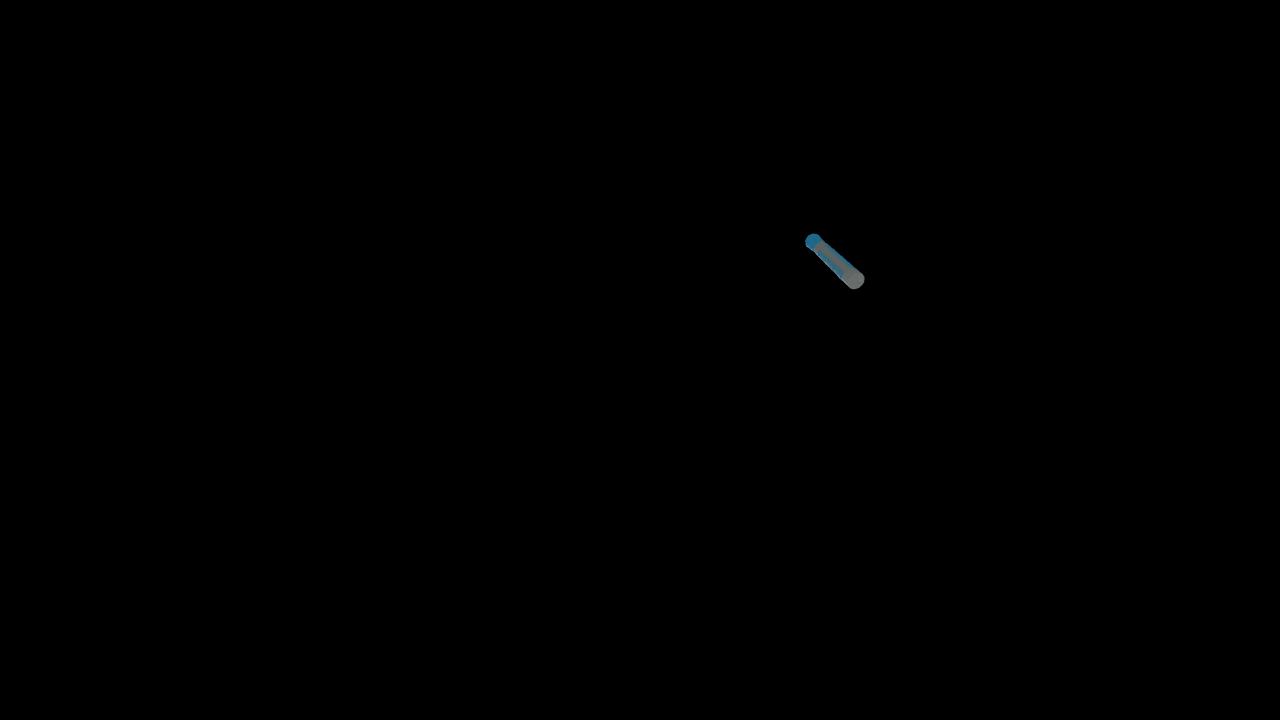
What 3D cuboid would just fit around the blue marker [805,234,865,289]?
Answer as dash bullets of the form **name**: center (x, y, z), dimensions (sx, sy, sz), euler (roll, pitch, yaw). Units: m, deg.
- **blue marker**: center (0.215, -0.114, 0.688), dimensions (0.020, 0.020, 0.121), euler (0, 32, -11)
